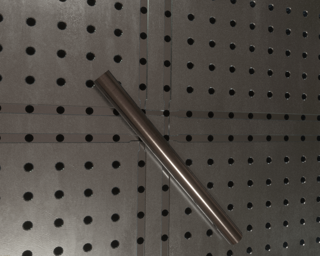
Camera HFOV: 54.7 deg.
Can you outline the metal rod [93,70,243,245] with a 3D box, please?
[{"bbox_3d":[0.018,0.048,0.420,0.025,0.025,0.300,-43,104,-15],"label":"metal rod"}]
